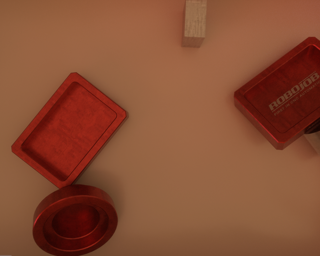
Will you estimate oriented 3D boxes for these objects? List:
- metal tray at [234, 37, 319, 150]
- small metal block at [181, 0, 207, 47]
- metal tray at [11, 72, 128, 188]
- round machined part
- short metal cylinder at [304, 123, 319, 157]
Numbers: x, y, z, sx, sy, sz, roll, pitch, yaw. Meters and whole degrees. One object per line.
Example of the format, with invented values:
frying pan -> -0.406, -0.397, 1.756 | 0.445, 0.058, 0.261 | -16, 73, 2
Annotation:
metal tray -> 0.172, -0.045, 0.392 | 0.130, 0.030, 0.090 | -37, 64, -1
small metal block -> 0.043, -0.135, 0.399 | 0.025, 0.050, 0.050 | 3, 90, 0
metal tray -> -0.115, 0.004, 0.407 | 0.090, 0.030, 0.130 | 39, 90, -1
round machined part -> -0.105, 0.110, 0.387 | 0.099, 0.042, 0.097 | -9, 120, -16
short metal cylinder -> 0.228, 0.003, 0.387 | 0.080, 0.080, 0.050 | -37, 91, 0
